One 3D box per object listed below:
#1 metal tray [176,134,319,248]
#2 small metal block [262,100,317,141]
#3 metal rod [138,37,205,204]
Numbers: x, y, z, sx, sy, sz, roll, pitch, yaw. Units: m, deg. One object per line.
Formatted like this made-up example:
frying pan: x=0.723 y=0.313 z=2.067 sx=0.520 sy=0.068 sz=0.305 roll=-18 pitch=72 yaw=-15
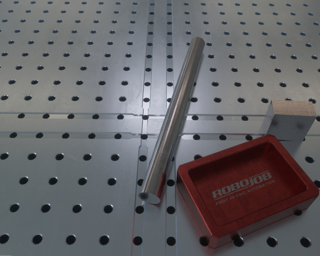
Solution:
metal tray: x=0.095 y=0.065 z=0.349 sx=0.131 sy=0.030 sz=0.090 roll=-17 pitch=52 yaw=-14
small metal block: x=0.165 y=-0.009 z=0.400 sx=0.050 sy=0.050 sz=0.025 roll=3 pitch=50 yaw=3
metal rod: x=0.026 y=-0.033 z=0.435 sx=0.025 sy=0.025 sz=0.300 roll=11 pitch=51 yaw=9
